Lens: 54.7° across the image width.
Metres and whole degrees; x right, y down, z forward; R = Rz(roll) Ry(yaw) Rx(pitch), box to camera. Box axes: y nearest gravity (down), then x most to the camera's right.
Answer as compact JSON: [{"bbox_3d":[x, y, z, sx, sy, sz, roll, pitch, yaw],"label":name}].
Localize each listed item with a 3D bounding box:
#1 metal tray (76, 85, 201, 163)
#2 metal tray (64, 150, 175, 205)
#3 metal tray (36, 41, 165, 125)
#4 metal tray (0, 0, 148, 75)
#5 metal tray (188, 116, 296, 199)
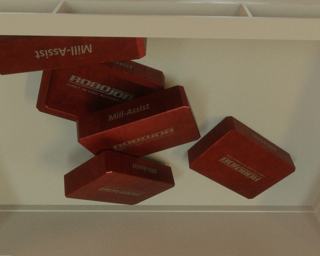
[{"bbox_3d":[-0.023,0.002,0.380,0.131,0.030,0.090,-17,151,8],"label":"metal tray"},{"bbox_3d":[-0.053,0.074,0.432,0.090,0.030,0.131,-31,146,30],"label":"metal tray"},{"bbox_3d":[-0.070,-0.043,0.367,0.131,0.030,0.089,17,128,-15],"label":"metal tray"},{"bbox_3d":[-0.079,-0.091,0.287,0.131,0.090,0.030,-6,130,4],"label":"metal tray"},{"bbox_3d":[0.117,0.048,0.448,0.131,0.030,0.090,30,124,-23],"label":"metal tray"}]
